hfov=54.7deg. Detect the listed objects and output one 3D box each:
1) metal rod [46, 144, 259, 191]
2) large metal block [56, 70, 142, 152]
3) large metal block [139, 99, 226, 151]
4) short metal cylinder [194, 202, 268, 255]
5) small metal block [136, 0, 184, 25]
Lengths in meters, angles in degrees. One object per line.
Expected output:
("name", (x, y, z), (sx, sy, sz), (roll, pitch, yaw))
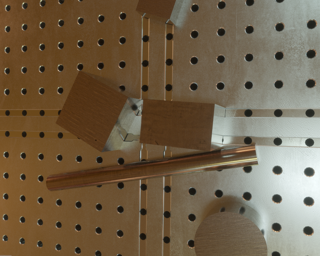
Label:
("metal rod", (-0.024, 0.058, 0.419), (0.301, 0.025, 0.025), (-10, 87, 19))
("large metal block", (-0.082, -0.023, 0.427), (0.080, 0.050, 0.080), (30, 100, 17))
("large metal block", (0.030, -0.004, 0.372), (0.080, 0.080, 0.050), (6, 92, 19))
("short metal cylinder", (0.086, 0.133, 0.369), (0.080, 0.050, 0.079), (0, 90, 19))
("small metal block", (0.002, -0.170, 0.411), (0.050, 0.025, 0.050), (21, 97, 18))
